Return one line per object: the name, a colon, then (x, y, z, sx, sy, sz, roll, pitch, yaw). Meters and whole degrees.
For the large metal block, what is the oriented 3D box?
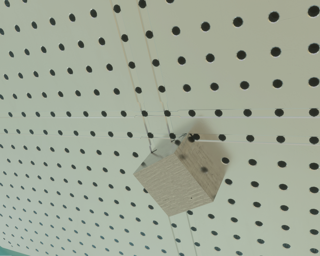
large metal block: (0.025, 0.065, 0.423, 0.080, 0.050, 0.080, -32, 101, 38)
